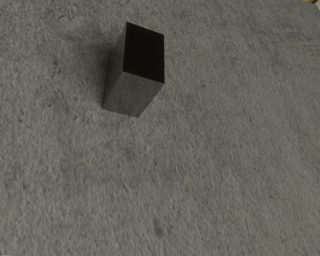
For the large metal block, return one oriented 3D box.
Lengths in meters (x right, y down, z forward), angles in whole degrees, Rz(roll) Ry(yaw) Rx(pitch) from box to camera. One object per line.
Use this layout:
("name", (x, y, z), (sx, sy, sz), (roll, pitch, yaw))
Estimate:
("large metal block", (-0.034, -0.071, 0.395), (0.050, 0.080, 0.080), (14, 56, -21))
